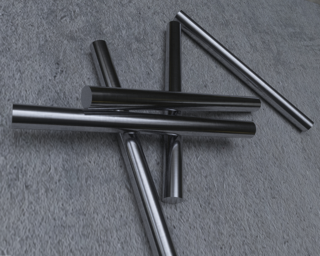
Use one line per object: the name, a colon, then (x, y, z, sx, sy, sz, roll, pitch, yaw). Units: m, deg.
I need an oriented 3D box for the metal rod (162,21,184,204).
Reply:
metal rod: (0.019, -0.043, 0.439, 0.025, 0.025, 0.300, 15, 56, -20)

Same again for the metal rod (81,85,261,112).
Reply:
metal rod: (0.040, -0.035, 0.415, 0.302, 0.025, 0.025, -2, 62, -40)

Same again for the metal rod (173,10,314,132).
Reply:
metal rod: (0.145, -0.098, 0.541, 0.300, 0.025, 0.025, 40, 51, -1)

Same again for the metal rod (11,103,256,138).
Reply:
metal rod: (-0.008, -0.005, 0.368, 0.302, 0.025, 0.025, 3, 61, -27)

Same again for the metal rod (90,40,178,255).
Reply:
metal rod: (-0.036, 0.018, 0.372, 0.025, 0.025, 0.299, -7, 65, -31)
